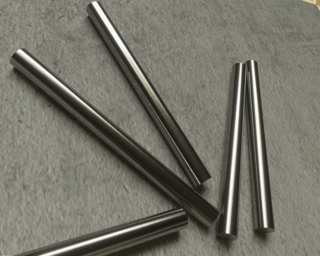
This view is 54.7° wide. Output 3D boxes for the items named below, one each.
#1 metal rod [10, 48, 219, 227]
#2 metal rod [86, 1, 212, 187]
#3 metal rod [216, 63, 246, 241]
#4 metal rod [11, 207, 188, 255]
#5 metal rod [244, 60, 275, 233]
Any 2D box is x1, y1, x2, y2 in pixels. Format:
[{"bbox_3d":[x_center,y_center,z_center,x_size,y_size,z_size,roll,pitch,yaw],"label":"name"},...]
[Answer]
[{"bbox_3d":[-0.052,0.012,0.369,0.300,0.025,0.025,40,51,-1],"label":"metal rod"},{"bbox_3d":[-0.021,-0.055,0.427,0.025,0.025,0.299,-22,74,-36],"label":"metal rod"},{"bbox_3d":[0.110,0.012,0.457,0.025,0.025,0.300,25,53,-14],"label":"metal rod"},{"bbox_3d":[-0.103,0.119,0.276,0.303,0.025,0.025,-7,65,-32],"label":"metal rod"},{"bbox_3d":[0.150,0.008,0.481,0.025,0.025,0.300,19,54,-18],"label":"metal rod"}]
